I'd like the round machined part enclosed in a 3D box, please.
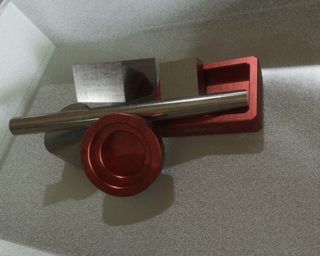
[{"bbox_3d":[-0.042,0.030,0.374,0.098,0.042,0.097,1,95,13],"label":"round machined part"}]

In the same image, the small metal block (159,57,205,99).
[{"bbox_3d":[0.028,-0.060,0.397,0.050,0.025,0.050,-5,86,26],"label":"small metal block"}]

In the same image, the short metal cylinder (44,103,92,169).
[{"bbox_3d":[-0.114,0.012,0.437,0.080,0.050,0.080,-13,56,20],"label":"short metal cylinder"}]

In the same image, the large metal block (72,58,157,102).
[{"bbox_3d":[-0.060,-0.067,0.430,0.080,0.080,0.050,3,105,30],"label":"large metal block"}]

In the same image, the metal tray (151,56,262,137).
[{"bbox_3d":[0.059,-0.037,0.391,0.130,0.030,0.090,-4,60,25],"label":"metal tray"}]

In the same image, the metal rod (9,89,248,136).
[{"bbox_3d":[-0.047,-0.017,0.384,0.301,0.025,0.025,-6,59,12],"label":"metal rod"}]
